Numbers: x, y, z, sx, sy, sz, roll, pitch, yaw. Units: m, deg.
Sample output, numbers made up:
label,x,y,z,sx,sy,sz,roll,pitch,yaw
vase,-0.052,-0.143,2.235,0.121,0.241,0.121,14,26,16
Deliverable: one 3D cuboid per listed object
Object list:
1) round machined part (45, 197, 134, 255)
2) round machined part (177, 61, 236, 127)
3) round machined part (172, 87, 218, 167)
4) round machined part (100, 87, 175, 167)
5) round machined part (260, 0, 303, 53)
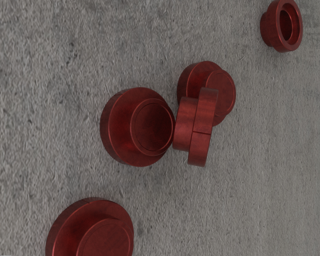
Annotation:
label,x,y,z,sx,sy,sz,roll,pitch,yaw
round machined part,-0.068,0.128,0.337,0.099,0.042,0.097,0,90,-40
round machined part,0.075,-0.050,0.456,0.099,0.042,0.097,0,90,-40
round machined part,0.043,-0.003,0.385,0.098,0.042,0.097,9,92,-82
round machined part,-0.019,-0.001,0.377,0.099,0.042,0.097,0,90,-40
round machined part,0.224,-0.190,0.581,0.099,0.042,0.097,0,90,-40
